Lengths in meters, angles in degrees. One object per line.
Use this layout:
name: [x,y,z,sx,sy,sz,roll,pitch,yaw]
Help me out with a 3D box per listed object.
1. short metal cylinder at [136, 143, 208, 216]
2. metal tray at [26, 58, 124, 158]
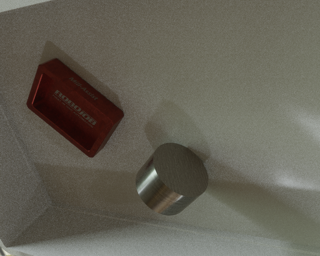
short metal cylinder: [0.015,0.066,0.405,0.080,0.080,0.050,39,129,2]
metal tray: [-0.126,-0.027,0.452,0.130,0.030,0.089,39,129,1]
